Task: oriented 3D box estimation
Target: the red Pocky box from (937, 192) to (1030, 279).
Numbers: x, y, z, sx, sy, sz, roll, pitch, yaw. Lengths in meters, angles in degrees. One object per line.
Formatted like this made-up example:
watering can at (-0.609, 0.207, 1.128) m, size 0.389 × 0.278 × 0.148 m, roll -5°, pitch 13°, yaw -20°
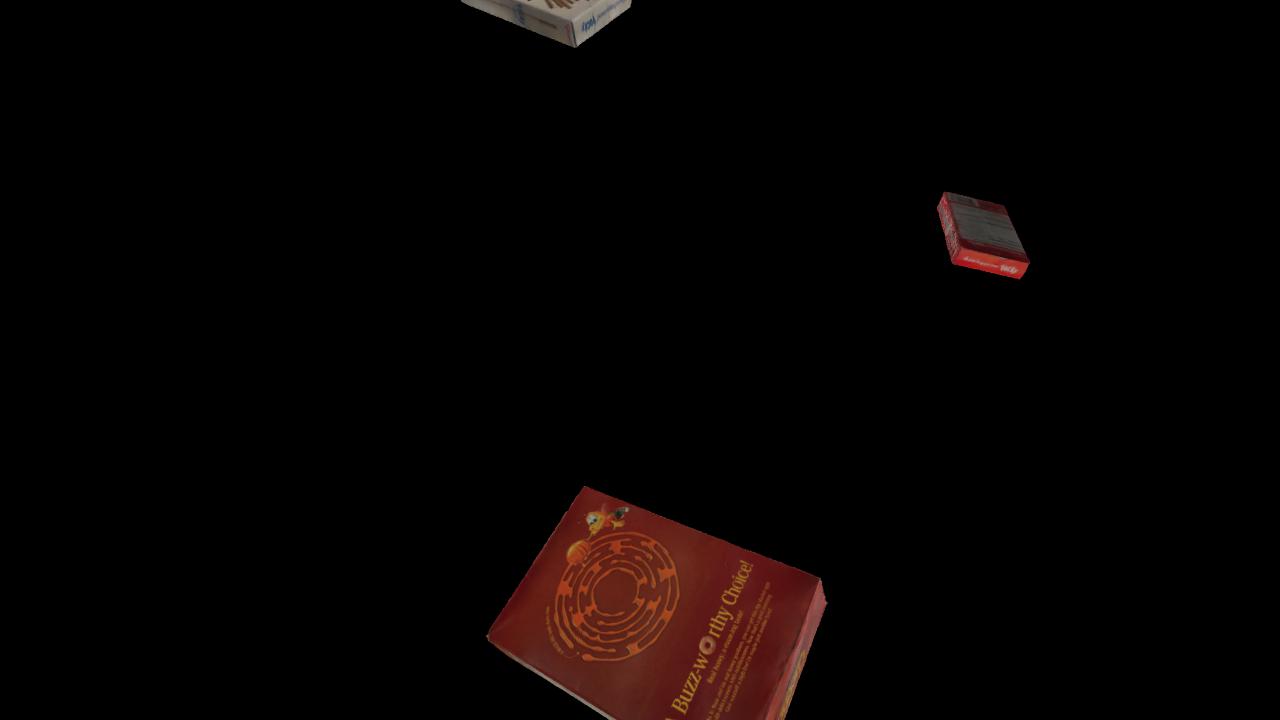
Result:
red Pocky box at (0.429, -0.161, 0.778) m, size 0.083 × 0.028 × 0.155 m, roll 16°, pitch 42°, yaw 4°

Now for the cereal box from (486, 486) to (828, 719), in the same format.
cereal box at (0.014, 0.275, 0.650) m, size 0.306 × 0.203 × 0.081 m, roll 12°, pitch -37°, yaw 33°

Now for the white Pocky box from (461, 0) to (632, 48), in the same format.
white Pocky box at (-0.093, -0.349, 0.582) m, size 0.154 × 0.084 × 0.028 m, roll 32°, pitch -24°, yaw 22°
